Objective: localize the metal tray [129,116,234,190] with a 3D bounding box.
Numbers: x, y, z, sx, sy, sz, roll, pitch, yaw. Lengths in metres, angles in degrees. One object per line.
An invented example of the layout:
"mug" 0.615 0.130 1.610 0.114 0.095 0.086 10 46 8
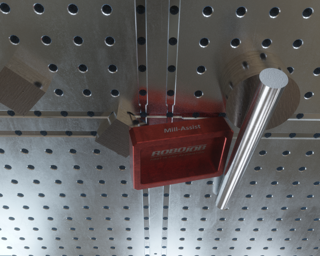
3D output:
"metal tray" 0.026 0.035 0.417 0.131 0.030 0.089 -7 131 -12

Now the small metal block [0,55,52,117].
"small metal block" -0.168 -0.049 0.368 0.050 0.025 0.050 37 121 -27

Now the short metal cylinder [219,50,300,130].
"short metal cylinder" 0.113 -0.042 0.360 0.081 0.050 0.079 0 130 0

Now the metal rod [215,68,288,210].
"metal rod" 0.103 0.040 0.397 0.025 0.025 0.299 -1 145 0

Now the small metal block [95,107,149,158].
"small metal block" -0.051 0.007 0.417 0.050 0.025 0.050 32 123 -24
